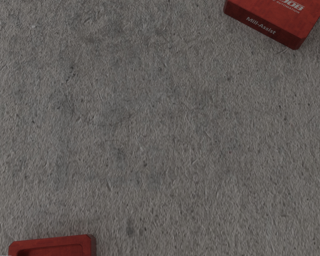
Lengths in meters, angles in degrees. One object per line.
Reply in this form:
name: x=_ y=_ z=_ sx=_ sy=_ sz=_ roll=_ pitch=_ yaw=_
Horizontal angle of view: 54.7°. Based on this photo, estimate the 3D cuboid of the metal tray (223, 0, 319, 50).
metal tray: x=0.176 y=-0.188 z=0.475 sx=0.130 sy=0.030 sz=0.090 roll=33 pitch=73 yaw=11

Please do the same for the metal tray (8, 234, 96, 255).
metal tray: x=-0.116 y=0.187 z=0.335 sx=0.091 sy=0.030 sz=0.130 roll=-5 pitch=70 yaw=-2
